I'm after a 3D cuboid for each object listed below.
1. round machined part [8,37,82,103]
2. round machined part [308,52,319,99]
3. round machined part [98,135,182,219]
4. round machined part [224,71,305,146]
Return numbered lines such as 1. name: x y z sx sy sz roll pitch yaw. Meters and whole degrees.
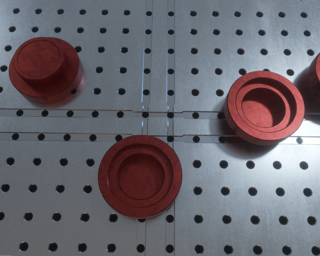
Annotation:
1. round machined part: -0.163 -0.087 0.434 0.099 0.042 0.098 0 70 0
2. round machined part: 0.254 -0.067 0.429 0.099 0.042 0.098 0 70 0
3. round machined part: -0.023 0.061 0.380 0.099 0.042 0.098 0 70 0
4. round machined part: 0.134 -0.023 0.412 0.099 0.042 0.098 0 70 0
